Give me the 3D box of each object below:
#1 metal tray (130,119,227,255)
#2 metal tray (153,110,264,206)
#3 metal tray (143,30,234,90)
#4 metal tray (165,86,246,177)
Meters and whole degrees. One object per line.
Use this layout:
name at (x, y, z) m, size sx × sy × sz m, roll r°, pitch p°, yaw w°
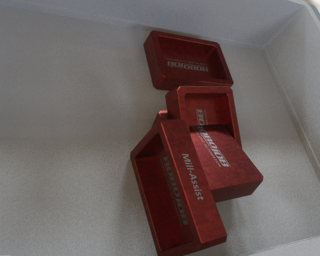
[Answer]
metal tray at (0.012, 0.067, 0.331) m, size 0.030 × 0.090 × 0.130 m, roll -4°, pitch 64°, yaw -31°
metal tray at (0.055, 0.030, 0.390) m, size 0.091 × 0.030 × 0.130 m, roll -3°, pitch 45°, yaw -30°
metal tray at (0.046, -0.101, 0.490) m, size 0.131 × 0.030 × 0.090 m, roll 1°, pitch 61°, yaw -28°
metal tray at (0.061, 0.012, 0.403) m, size 0.091 × 0.030 × 0.129 m, roll -4°, pitch 83°, yaw -31°
